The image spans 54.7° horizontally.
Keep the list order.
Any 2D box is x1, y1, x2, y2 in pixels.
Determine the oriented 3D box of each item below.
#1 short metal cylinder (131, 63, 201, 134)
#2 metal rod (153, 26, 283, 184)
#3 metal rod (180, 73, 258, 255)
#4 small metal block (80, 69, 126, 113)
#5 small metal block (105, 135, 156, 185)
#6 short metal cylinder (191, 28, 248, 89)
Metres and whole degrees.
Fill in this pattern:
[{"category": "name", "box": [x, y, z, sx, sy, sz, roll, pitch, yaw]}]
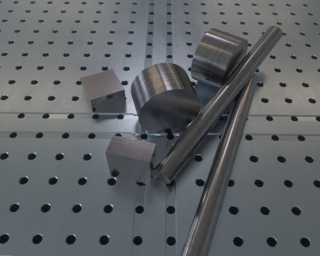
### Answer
[{"category": "short metal cylinder", "box": [0.006, -0.037, 0.403, 0.081, 0.080, 0.050, -12, 51, -10]}, {"category": "metal rod", "box": [0.091, -0.046, 0.423, 0.025, 0.025, 0.301, 30, 63, 22]}, {"category": "metal rod", "box": [0.082, 0.031, 0.381, 0.025, 0.025, 0.301, 17, 52, 14]}, {"category": "small metal block", "box": [-0.083, -0.055, 0.453, 0.050, 0.025, 0.050, -20, 53, -16]}, {"category": "small metal block", "box": [-0.032, 0.038, 0.359, 0.050, 0.050, 0.025, 11, 51, 9]}, {"category": "short metal cylinder", "box": [0.088, -0.100, 0.456, 0.050, 0.080, 0.080, 28, 55, 21]}]
